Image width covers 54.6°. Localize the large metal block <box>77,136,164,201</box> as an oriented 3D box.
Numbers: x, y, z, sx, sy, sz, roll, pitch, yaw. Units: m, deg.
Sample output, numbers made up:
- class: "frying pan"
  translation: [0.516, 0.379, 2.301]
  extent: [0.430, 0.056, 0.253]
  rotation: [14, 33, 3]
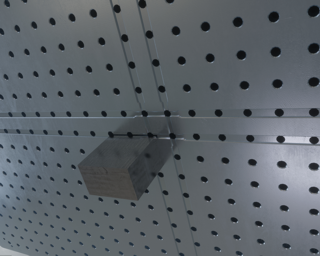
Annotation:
- class: "large metal block"
  translation: [-0.052, 0.052, 0.436]
  extent: [0.080, 0.080, 0.050]
  rotation: [0, 118, 28]
